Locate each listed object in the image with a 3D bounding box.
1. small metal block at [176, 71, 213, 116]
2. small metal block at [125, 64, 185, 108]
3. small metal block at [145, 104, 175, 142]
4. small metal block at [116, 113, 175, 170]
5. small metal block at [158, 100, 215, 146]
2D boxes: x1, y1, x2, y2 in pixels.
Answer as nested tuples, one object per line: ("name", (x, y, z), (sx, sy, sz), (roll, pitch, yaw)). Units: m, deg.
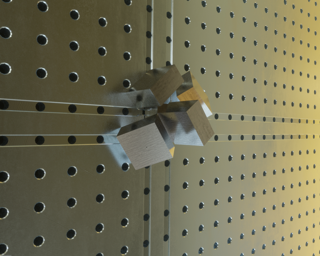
("small metal block", (0.046, -0.044, 0.429), (0.050, 0.025, 0.050), (50, 21, -28))
("small metal block", (-0.007, -0.051, 0.386), (0.050, 0.050, 0.025), (-48, 119, -29))
("small metal block", (0.007, -0.006, 0.414), (0.050, 0.025, 0.050), (1, 89, -41))
("small metal block", (-0.016, 0.017, 0.374), (0.050, 0.050, 0.025), (63, 18, -21))
("small metal block", (0.032, -0.006, 0.386), (0.025, 0.050, 0.050), (-44, 117, -32))
